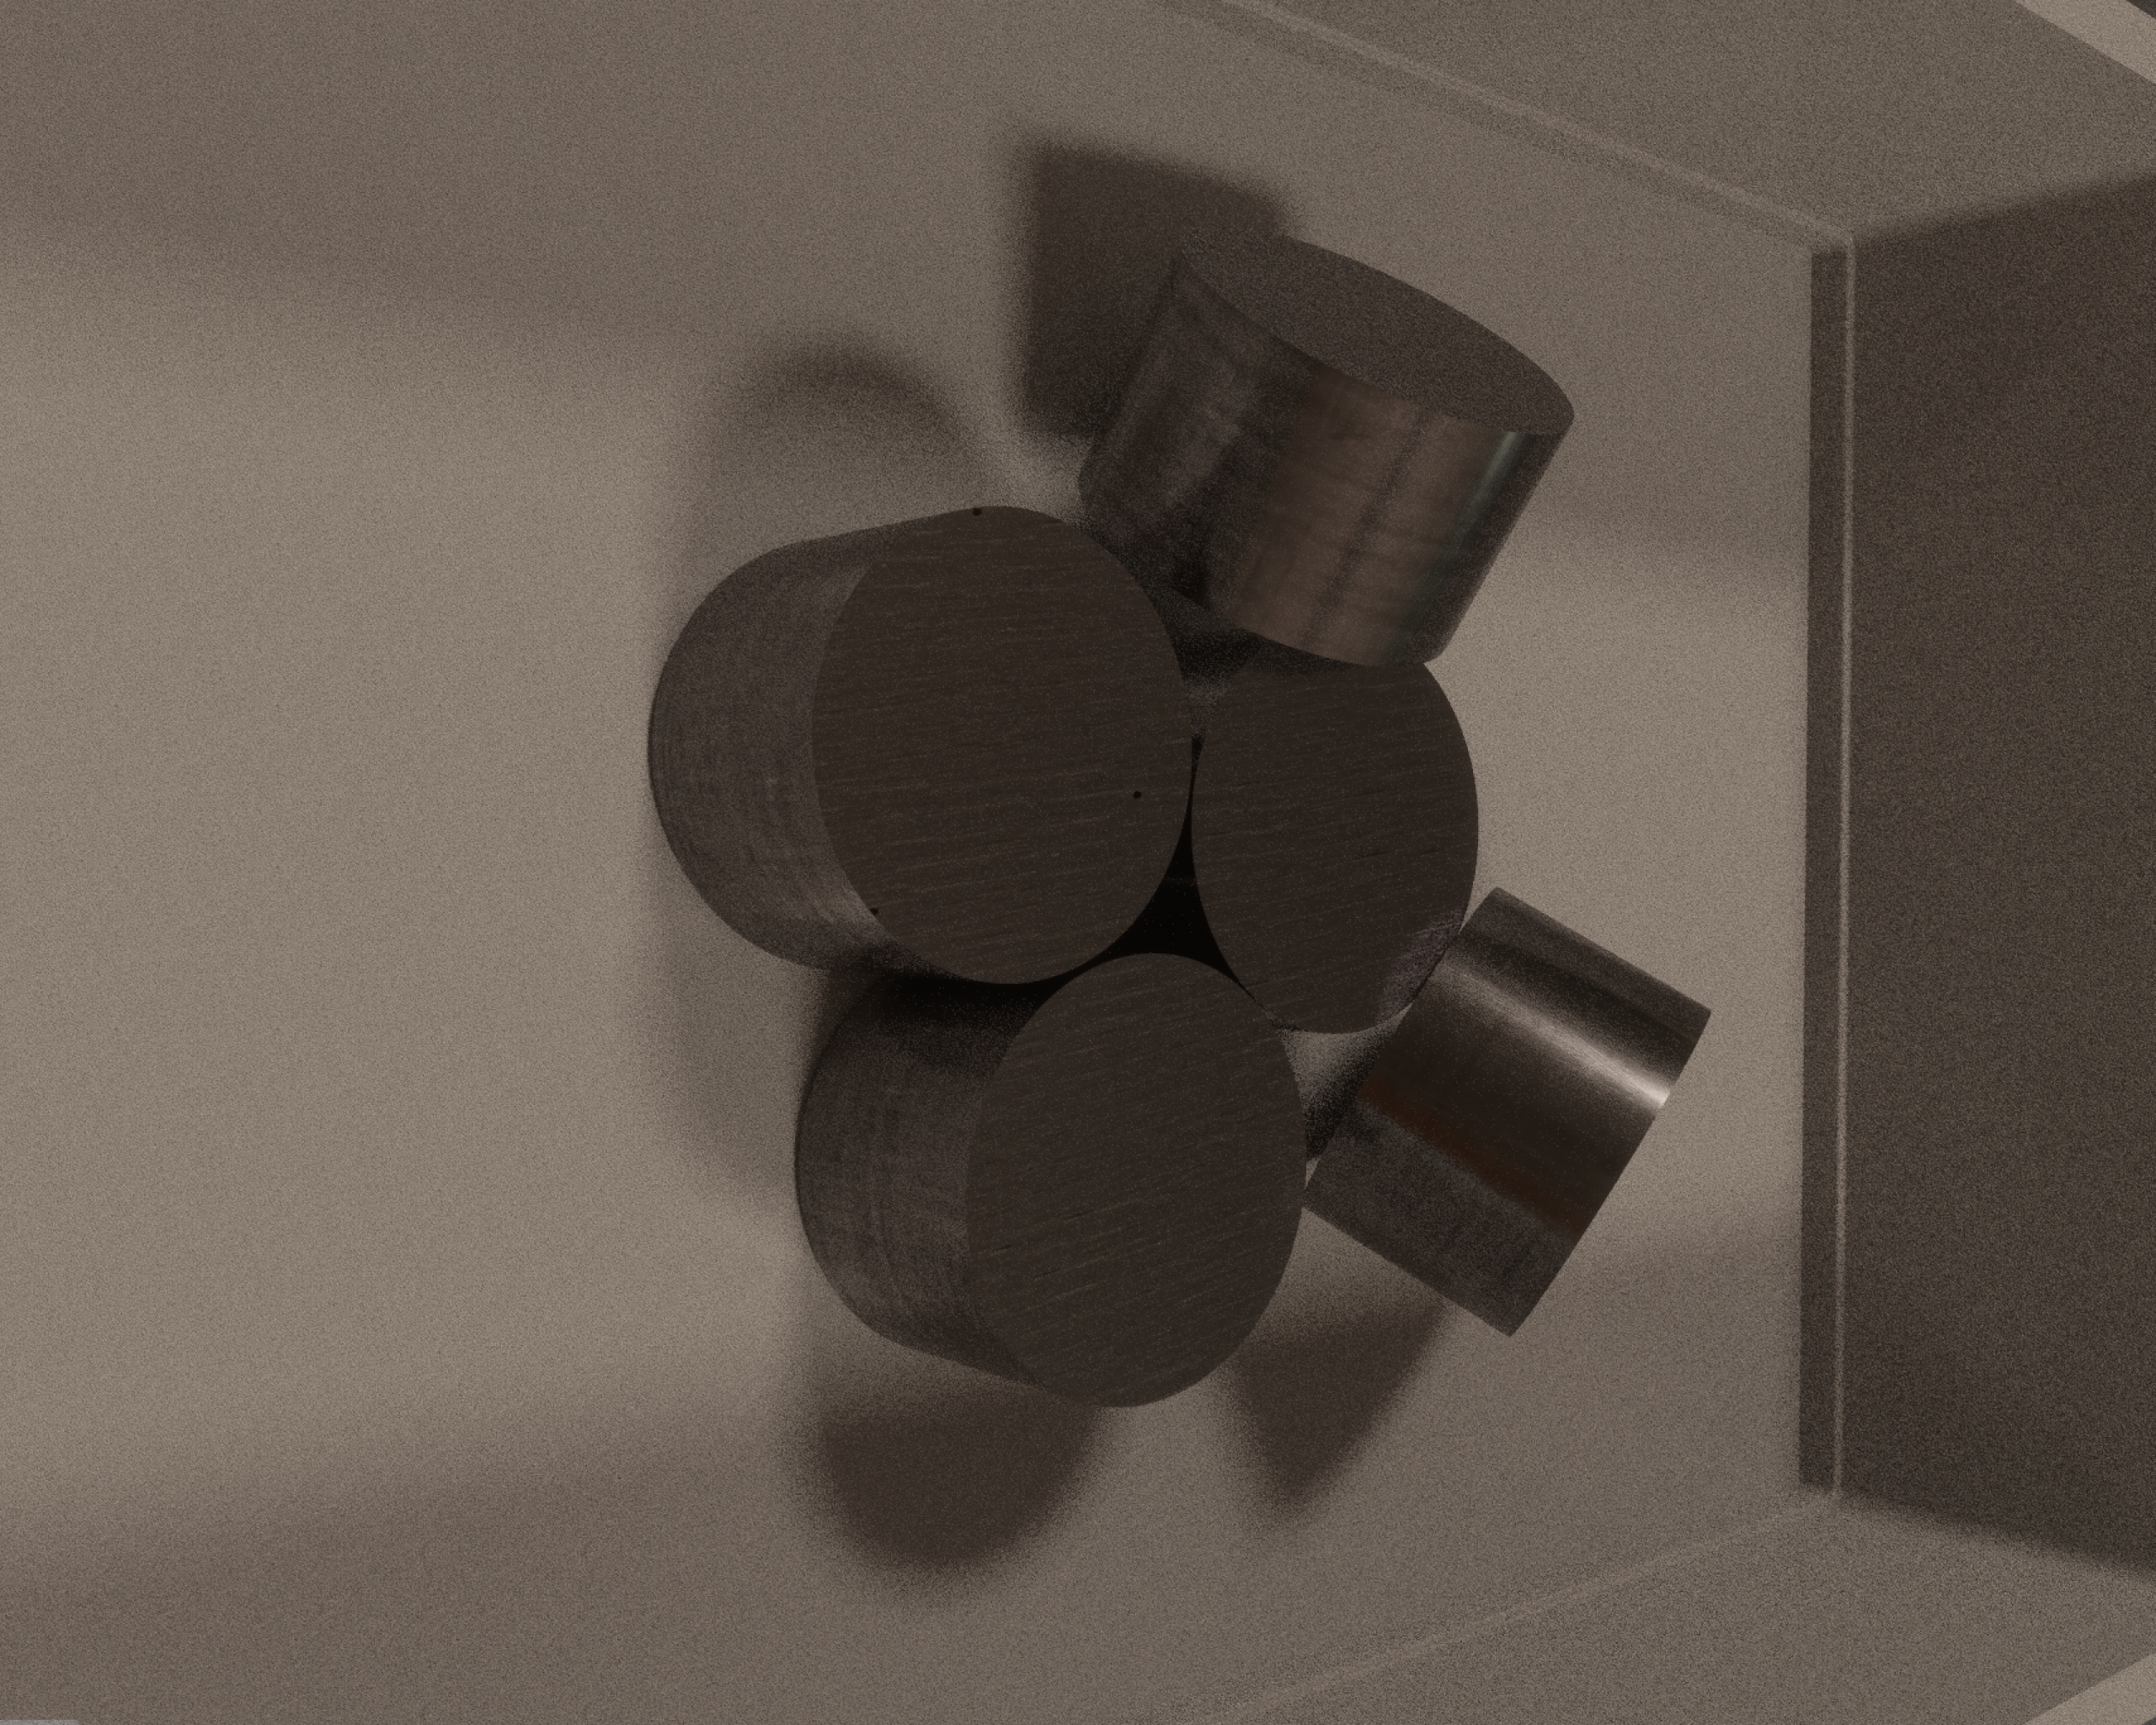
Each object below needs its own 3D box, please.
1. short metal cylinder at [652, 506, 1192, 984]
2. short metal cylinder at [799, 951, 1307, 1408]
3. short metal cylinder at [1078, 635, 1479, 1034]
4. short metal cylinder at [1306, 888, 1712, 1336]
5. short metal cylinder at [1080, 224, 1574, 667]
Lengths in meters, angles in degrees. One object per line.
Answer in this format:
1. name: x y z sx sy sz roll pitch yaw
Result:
1. short metal cylinder: -0.026 -0.020 0.367 0.081 0.050 0.079 0 90 -40
2. short metal cylinder: -0.004 0.056 0.387 0.081 0.050 0.079 0 90 -40
3. short metal cylinder: 0.035 -0.007 0.419 0.081 0.050 0.079 0 90 -40
4. short metal cylinder: 0.090 0.052 0.439 0.080 0.050 0.080 -54 166 -20
5. short metal cylinder: 0.047 -0.081 0.400 0.081 0.080 0.050 -4 131 -40
